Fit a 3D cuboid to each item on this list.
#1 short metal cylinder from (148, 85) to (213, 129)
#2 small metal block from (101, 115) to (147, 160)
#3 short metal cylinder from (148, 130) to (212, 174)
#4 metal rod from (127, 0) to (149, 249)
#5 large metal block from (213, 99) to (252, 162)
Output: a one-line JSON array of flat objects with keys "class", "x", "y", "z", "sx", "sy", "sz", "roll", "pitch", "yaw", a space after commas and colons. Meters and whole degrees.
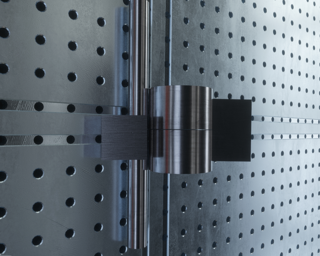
[{"class": "short metal cylinder", "x": 0.025, "y": -0.023, "z": 0.390, "sx": 0.081, "sy": 0.080, "sz": 0.050, "roll": 1, "pitch": 90, "yaw": -40}, {"class": "small metal block", "x": -0.041, "y": 0.011, "z": 0.356, "sx": 0.050, "sy": 0.025, "sz": 0.050, "roll": 0, "pitch": 89, "yaw": -5}, {"class": "short metal cylinder", "x": 0.025, "y": 0.027, "z": 0.390, "sx": 0.081, "sy": 0.080, "sz": 0.050, "roll": 1, "pitch": 90, "yaw": -40}, {"class": "metal rod", "x": -0.027, "y": -0.005, "z": 0.381, "sx": 0.025, "sy": 0.025, "sz": 0.298, "roll": 1, "pitch": 90, "yaw": -40}, {"class": "large metal block", "x": 0.090, "y": 0.003, "z": 0.435, "sx": 0.050, "sy": 0.080, "sz": 0.079, "roll": 1, "pitch": 90, "yaw": -2}]
